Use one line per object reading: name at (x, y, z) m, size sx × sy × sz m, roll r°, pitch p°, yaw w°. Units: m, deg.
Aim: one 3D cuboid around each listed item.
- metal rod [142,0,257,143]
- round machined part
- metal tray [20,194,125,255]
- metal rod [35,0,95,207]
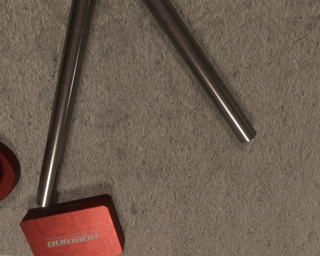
metal rod at (0.030, -0.102, 0.372) m, size 0.025 × 0.025 × 0.300 m, roll -34°, pitch 107°, yaw 11°
round machined part at (-0.248, 0.063, 0.421) m, size 0.099 × 0.042 × 0.097 m, roll 0°, pitch 110°, yaw -1°
metal tray at (-0.127, 0.155, 0.463) m, size 0.131 × 0.030 × 0.089 m, roll -12°, pitch 110°, yaw 4°
metal rod at (-0.124, -0.028, 0.397) m, size 0.025 × 0.025 × 0.298 m, roll 15°, pitch 109°, yaw -6°
